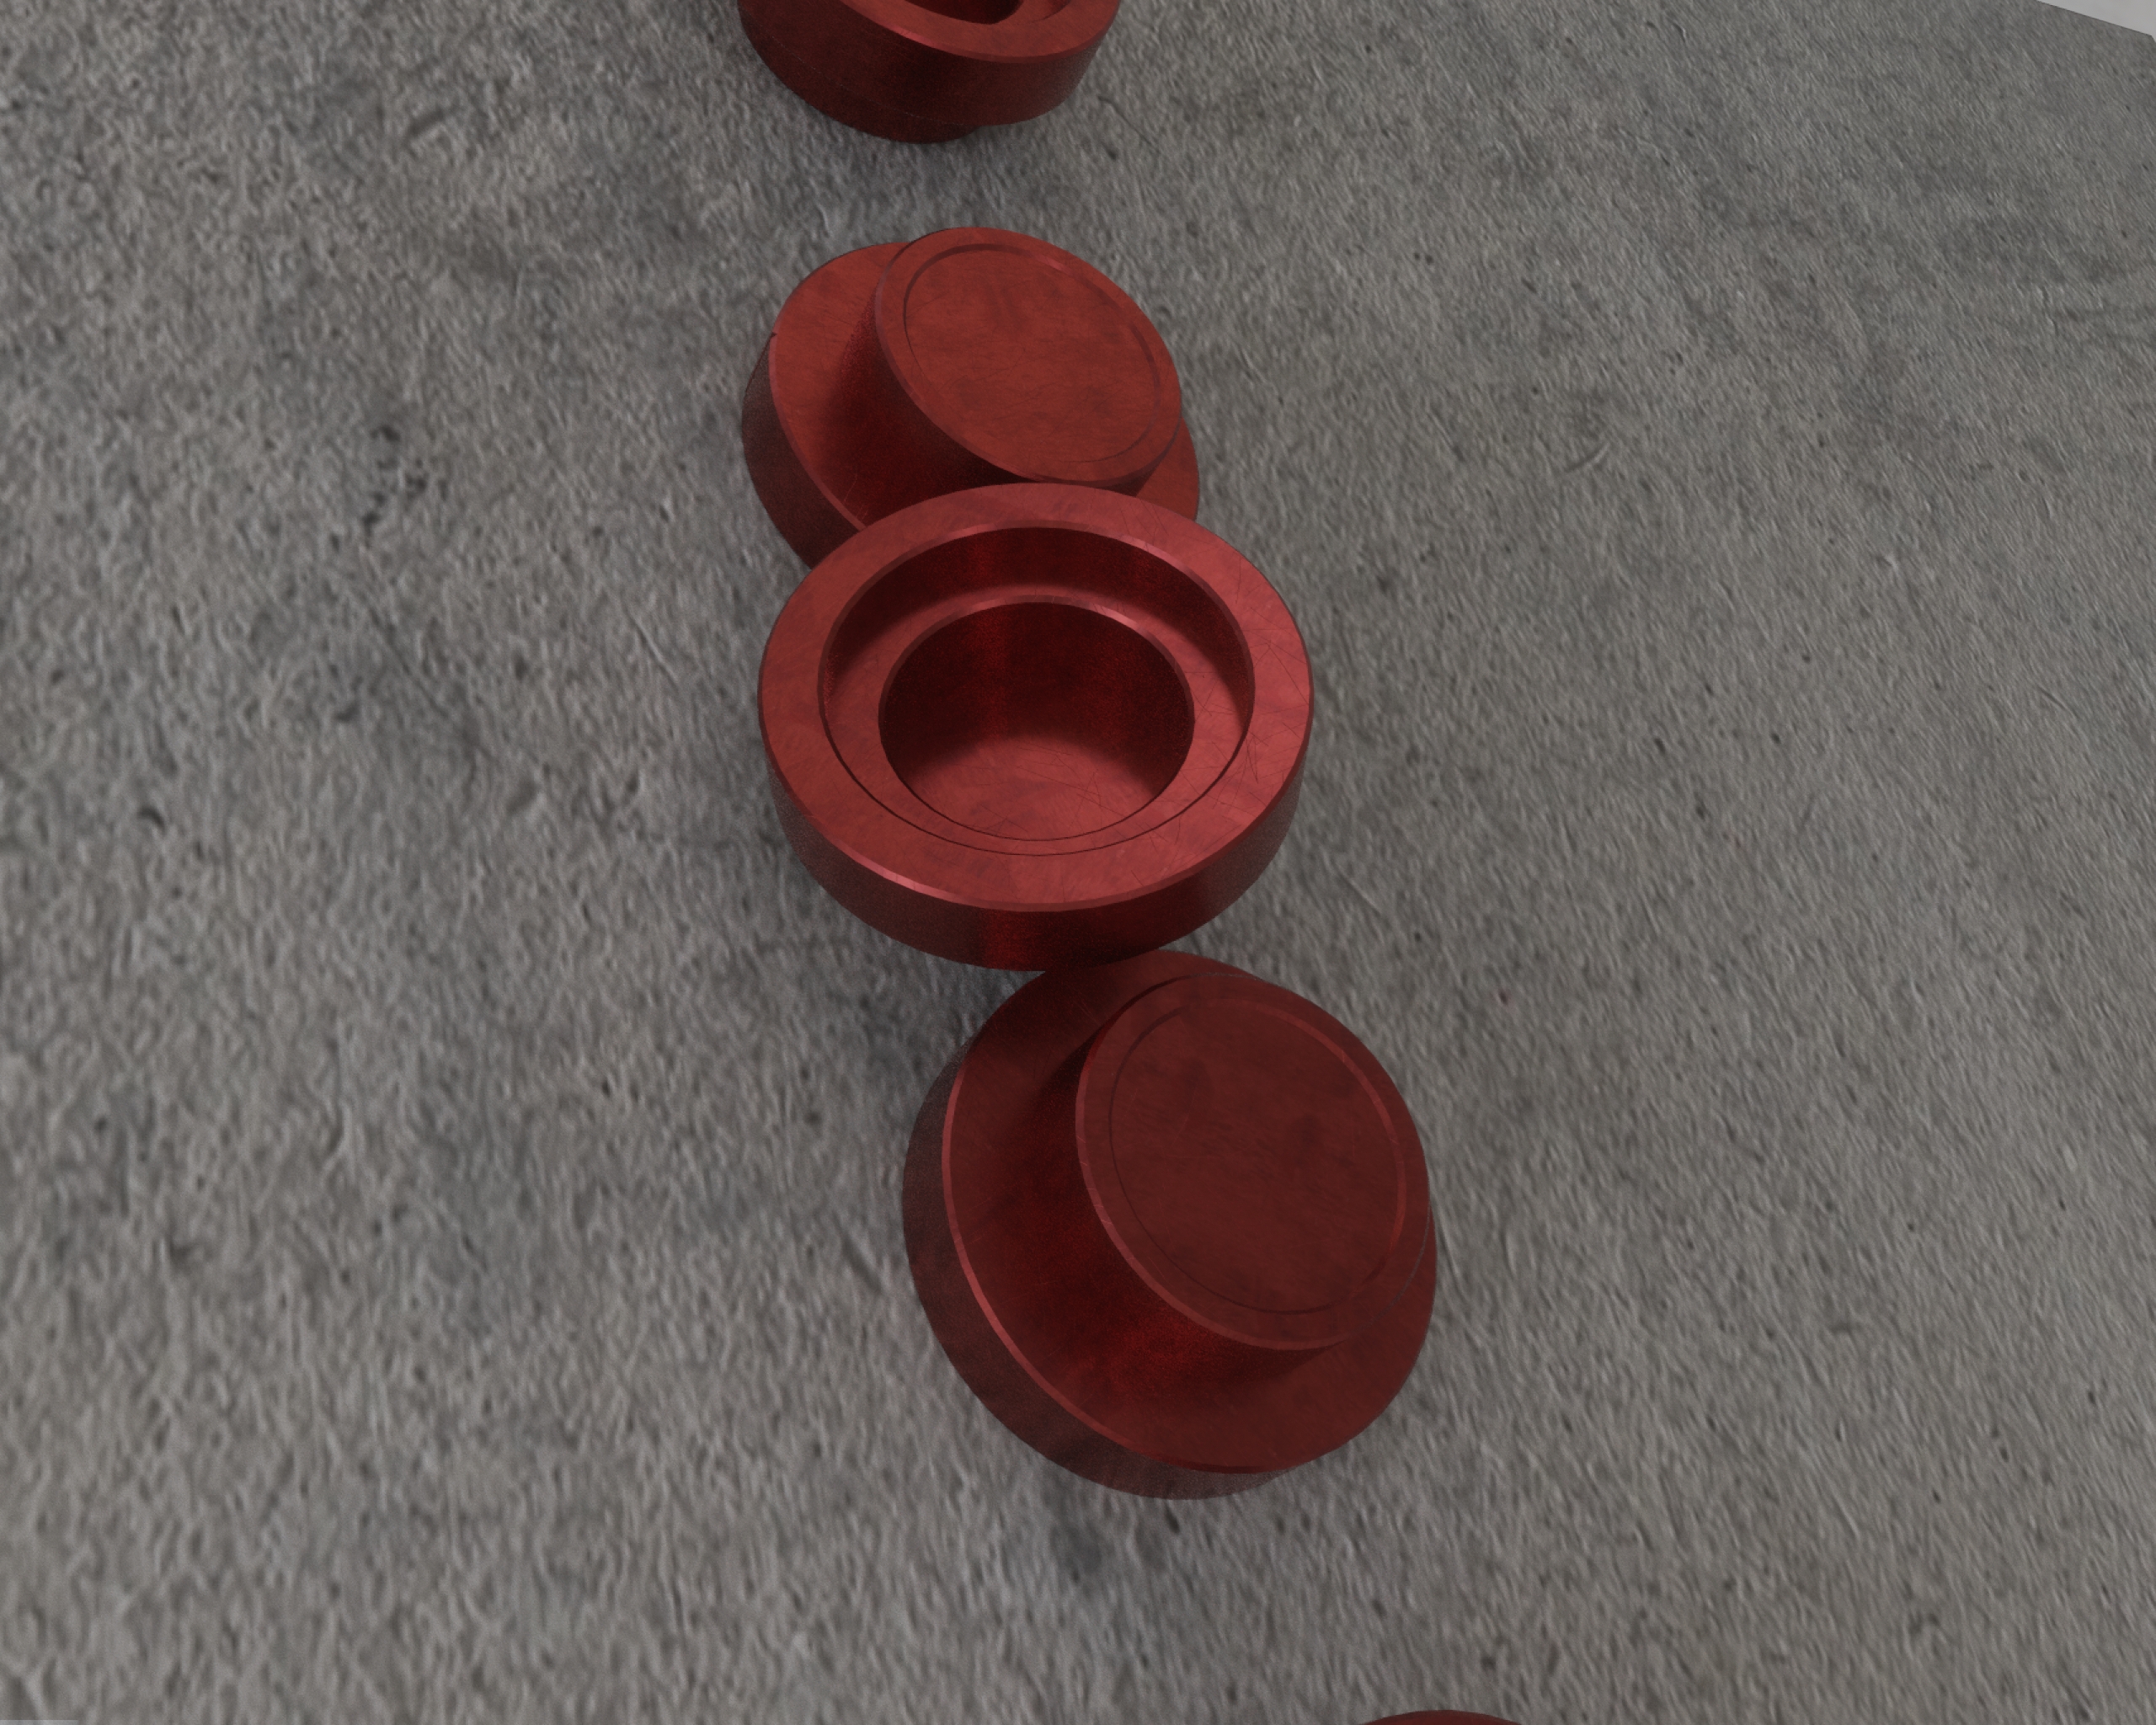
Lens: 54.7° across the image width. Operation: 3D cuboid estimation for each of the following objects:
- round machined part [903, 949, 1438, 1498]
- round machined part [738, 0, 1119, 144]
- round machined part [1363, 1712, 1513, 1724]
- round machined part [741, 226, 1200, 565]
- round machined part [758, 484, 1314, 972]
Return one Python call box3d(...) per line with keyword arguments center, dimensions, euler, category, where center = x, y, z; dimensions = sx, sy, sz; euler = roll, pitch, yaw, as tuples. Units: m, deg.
box3d(center=(0.022, 0.058, 0.369), dimensions=(0.099, 0.042, 0.098), euler=(14, 56, -21), category="round machined part")
box3d(center=(-0.043, -0.212, 0.499), dimensions=(0.099, 0.042, 0.098), euler=(14, 56, -21), category="round machined part")
box3d(center=(0.050, 0.181, 0.309), dimensions=(0.099, 0.042, 0.098), euler=(14, 56, -21), category="round machined part")
box3d(center=(-0.017, -0.095, 0.441), dimensions=(0.099, 0.042, 0.098), euler=(14, 56, -21), category="round machined part")
box3d(center=(-0.008, -0.021, 0.387), dimensions=(0.099, 0.042, 0.098), euler=(1, 55, -1), category="round machined part")
